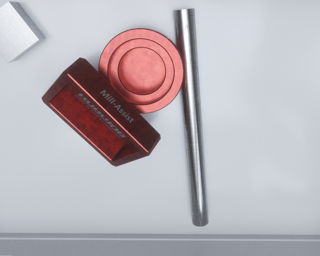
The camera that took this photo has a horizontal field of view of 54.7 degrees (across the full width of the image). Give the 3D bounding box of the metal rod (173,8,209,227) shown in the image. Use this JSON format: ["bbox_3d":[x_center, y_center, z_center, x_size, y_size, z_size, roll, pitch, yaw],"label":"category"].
[{"bbox_3d":[0.044,0.001,0.412,0.025,0.025,0.298,-6,110,2],"label":"metal rod"}]

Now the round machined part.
[{"bbox_3d":[-0.021,-0.070,0.374,0.099,0.042,0.097,1,108,2],"label":"round machined part"}]

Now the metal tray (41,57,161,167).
[{"bbox_3d":[-0.073,-0.012,0.375,0.130,0.030,0.090,46,144,-15],"label":"metal tray"}]

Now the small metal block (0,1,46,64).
[{"bbox_3d":[-0.175,-0.113,0.367,0.050,0.025,0.050,-32,107,11],"label":"small metal block"}]
